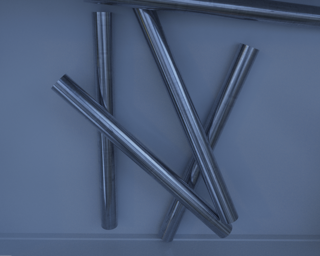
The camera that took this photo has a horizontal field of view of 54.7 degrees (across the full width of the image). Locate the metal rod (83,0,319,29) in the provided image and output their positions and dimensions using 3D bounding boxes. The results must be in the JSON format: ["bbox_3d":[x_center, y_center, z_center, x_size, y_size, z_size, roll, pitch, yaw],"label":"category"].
[{"bbox_3d":[0.070,-0.136,0.345,0.302,0.025,0.025,3,110,-8],"label":"metal rod"}]

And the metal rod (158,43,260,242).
[{"bbox_3d":[0.059,0.033,0.424,0.025,0.025,0.298,18,109,-7],"label":"metal rod"}]

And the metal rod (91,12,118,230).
[{"bbox_3d":[-0.071,0.005,0.412,0.025,0.025,0.298,1,110,-1],"label":"metal rod"}]

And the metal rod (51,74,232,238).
[{"bbox_3d":[-0.013,0.045,0.399,0.025,0.025,0.300,-43,105,14],"label":"metal rod"}]

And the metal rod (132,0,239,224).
[{"bbox_3d":[0.035,-0.013,0.387,0.025,0.025,0.299,-22,102,7],"label":"metal rod"}]
